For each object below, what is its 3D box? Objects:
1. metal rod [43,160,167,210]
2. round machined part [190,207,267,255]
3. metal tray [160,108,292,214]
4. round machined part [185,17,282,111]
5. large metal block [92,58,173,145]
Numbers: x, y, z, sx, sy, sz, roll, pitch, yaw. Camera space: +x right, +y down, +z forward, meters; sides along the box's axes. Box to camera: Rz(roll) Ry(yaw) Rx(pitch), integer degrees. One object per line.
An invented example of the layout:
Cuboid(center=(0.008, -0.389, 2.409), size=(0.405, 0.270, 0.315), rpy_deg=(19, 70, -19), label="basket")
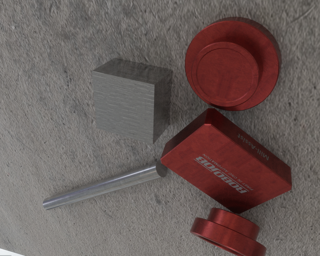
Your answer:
Cuboid(center=(-0.110, 0.105, 0.529), size=(0.299, 0.025, 0.025), rpy_deg=(-23, 106, 36), label="metal rod")
Cuboid(center=(0.093, 0.140, 0.414), size=(0.098, 0.042, 0.098), rpy_deg=(23, 162, 8), label="round machined part")
Cuboid(center=(0.078, 0.045, 0.371), size=(0.130, 0.030, 0.090), rpy_deg=(36, 131, -13), label="metal tray")
Cuboid(center=(0.072, -0.061, 0.321), size=(0.098, 0.042, 0.097), rpy_deg=(13, 124, 21), label="round machined part")
Cuboid(center=(-0.033, -0.035, 0.387), size=(0.080, 0.050, 0.079), rpy_deg=(15, 125, 19), label="large metal block")
